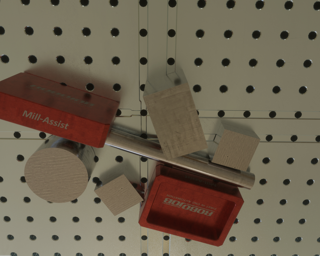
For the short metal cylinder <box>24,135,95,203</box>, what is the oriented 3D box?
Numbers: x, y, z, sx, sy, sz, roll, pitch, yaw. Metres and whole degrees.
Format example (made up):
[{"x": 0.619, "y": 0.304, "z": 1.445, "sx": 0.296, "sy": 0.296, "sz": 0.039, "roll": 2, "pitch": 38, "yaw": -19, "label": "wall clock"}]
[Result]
[{"x": -0.132, "y": 0.053, "z": 0.417, "sx": 0.081, "sy": 0.050, "sz": 0.079, "roll": 0, "pitch": 110, "yaw": 0, "label": "short metal cylinder"}]

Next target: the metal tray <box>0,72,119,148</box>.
[{"x": -0.120, "y": -0.024, "z": 0.367, "sx": 0.131, "sy": 0.090, "sz": 0.030, "roll": 17, "pitch": 109, "yaw": -7, "label": "metal tray"}]

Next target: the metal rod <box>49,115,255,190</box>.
[{"x": -0.013, "y": 0.030, "z": 0.424, "sx": 0.302, "sy": 0.025, "sz": 0.025, "roll": 18, "pitch": 109, "yaw": -7, "label": "metal rod"}]

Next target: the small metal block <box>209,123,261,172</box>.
[{"x": 0.101, "y": 0.026, "z": 0.424, "sx": 0.050, "sy": 0.025, "sz": 0.050, "roll": 16, "pitch": 109, "yaw": -6, "label": "small metal block"}]

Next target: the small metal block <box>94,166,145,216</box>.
[{"x": -0.058, "y": 0.091, "z": 0.447, "sx": 0.050, "sy": 0.025, "sz": 0.050, "roll": -31, "pitch": 107, "yaw": 10, "label": "small metal block"}]

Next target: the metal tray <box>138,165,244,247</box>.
[{"x": 0.044, "y": 0.115, "z": 0.453, "sx": 0.131, "sy": 0.030, "sz": 0.089, "roll": 17, "pitch": 109, "yaw": -7, "label": "metal tray"}]

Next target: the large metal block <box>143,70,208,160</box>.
[{"x": 0.018, "y": -0.019, "z": 0.378, "sx": 0.050, "sy": 0.080, "sz": 0.080, "roll": -17, "pitch": 109, "yaw": 6, "label": "large metal block"}]
